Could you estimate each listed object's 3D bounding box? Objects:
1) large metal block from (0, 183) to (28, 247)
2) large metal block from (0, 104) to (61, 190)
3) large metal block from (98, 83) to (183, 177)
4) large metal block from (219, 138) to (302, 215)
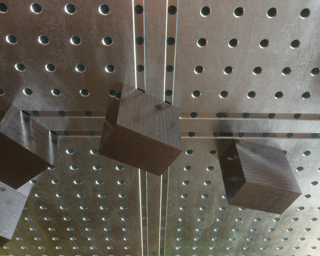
[{"bbox_3d":[-0.269,0.133,0.485,0.050,0.080,0.080,-36,122,26],"label":"large metal block"},{"bbox_3d":[-0.197,0.028,0.416,0.080,0.050,0.080,-32,124,24],"label":"large metal block"},{"bbox_3d":[-0.022,0.001,0.377,0.080,0.080,0.050,23,126,-19],"label":"large metal block"},{"bbox_3d":[0.137,0.067,0.435,0.081,0.080,0.050,14,129,-12],"label":"large metal block"}]
